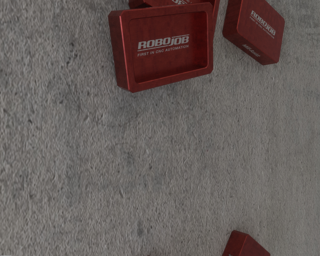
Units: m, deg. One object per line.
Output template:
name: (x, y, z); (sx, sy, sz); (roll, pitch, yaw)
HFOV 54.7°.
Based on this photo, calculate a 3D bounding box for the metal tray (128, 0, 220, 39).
metal tray: (0.026, -0.178, 0.421); (0.131, 0.030, 0.090); (18, 79, -39)

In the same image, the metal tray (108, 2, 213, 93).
metal tray: (0.007, -0.102, 0.380); (0.131, 0.030, 0.089); (-19, 116, -30)

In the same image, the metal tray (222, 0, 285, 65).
metal tray: (0.167, -0.176, 0.541); (0.131, 0.030, 0.090); (20, 77, -38)

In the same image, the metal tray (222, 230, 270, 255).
metal tray: (0.130, 0.249, 0.511); (0.090, 0.030, 0.130); (45, 63, -31)
